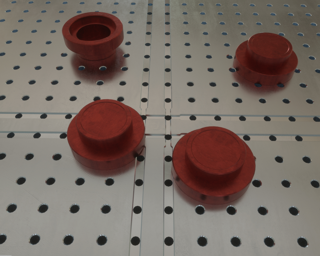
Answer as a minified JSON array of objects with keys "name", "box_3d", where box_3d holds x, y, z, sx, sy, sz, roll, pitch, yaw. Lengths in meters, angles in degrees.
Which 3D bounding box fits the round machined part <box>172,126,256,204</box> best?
[{"name":"round machined part","box_3d":[0.064,0.036,0.367,0.099,0.042,0.098,0,50,0]}]

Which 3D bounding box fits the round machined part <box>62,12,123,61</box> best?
[{"name":"round machined part","box_3d":[-0.110,-0.151,0.522,0.099,0.042,0.098,0,50,0]}]

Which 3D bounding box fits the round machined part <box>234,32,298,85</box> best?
[{"name":"round machined part","box_3d":[0.172,-0.117,0.497,0.099,0.042,0.098,0,50,0]}]

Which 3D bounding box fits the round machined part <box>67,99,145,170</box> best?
[{"name":"round machined part","box_3d":[-0.069,0.001,0.395,0.099,0.042,0.098,0,50,0]}]
